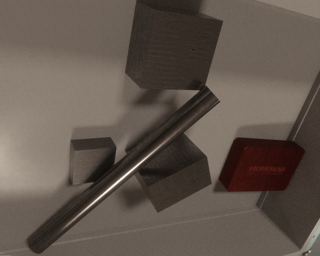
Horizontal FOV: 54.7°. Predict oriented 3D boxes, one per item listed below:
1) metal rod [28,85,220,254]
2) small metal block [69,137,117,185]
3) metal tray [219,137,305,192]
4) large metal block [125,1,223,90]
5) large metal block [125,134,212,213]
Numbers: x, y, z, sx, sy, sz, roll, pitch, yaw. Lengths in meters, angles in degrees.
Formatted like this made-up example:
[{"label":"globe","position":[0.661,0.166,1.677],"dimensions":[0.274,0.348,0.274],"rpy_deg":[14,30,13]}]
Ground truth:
[{"label":"metal rod","position":[-0.051,0.057,0.380],"dimensions":[0.300,0.025,0.025],"rpy_deg":[-41,130,10]},{"label":"small metal block","position":[-0.085,0.041,0.388],"dimensions":[0.050,0.025,0.050],"rpy_deg":[-3,120,-27]},{"label":"metal tray","position":[0.176,0.065,0.535],"dimensions":[0.131,0.030,0.089],"rpy_deg":[4,117,-24]},{"label":"large metal block","position":[0.013,-0.089,0.346],"dimensions":[0.081,0.050,0.079],"rpy_deg":[-2,120,-28]},{"label":"large metal block","position":[0.010,0.052,0.412],"dimensions":[0.080,0.080,0.050],"rpy_deg":[-25,128,-13]}]
